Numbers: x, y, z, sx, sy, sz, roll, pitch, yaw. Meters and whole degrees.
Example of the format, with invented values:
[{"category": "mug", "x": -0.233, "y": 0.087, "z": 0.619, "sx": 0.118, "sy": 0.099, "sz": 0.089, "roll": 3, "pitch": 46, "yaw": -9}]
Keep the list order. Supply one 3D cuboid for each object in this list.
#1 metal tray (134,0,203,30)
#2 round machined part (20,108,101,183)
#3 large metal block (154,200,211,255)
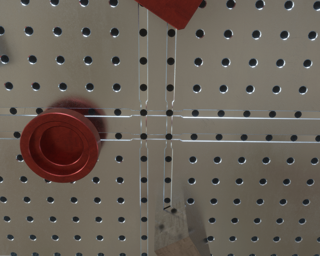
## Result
[{"category": "metal tray", "x": 0.023, "y": -0.188, "z": 0.342, "sx": 0.090, "sy": 0.030, "sz": 0.129, "roll": 31, "pitch": 107, "yaw": -11}, {"category": "round machined part", "x": -0.127, "y": 0.020, "z": 0.410, "sx": 0.099, "sy": 0.042, "sz": 0.097, "roll": 0, "pitch": 110, "yaw": 0}, {"category": "large metal block", "x": 0.034, "y": 0.167, "z": 0.446, "sx": 0.050, "sy": 0.080, "sz": 0.080, "roll": -27, "pitch": 108, "yaw": 9}]
